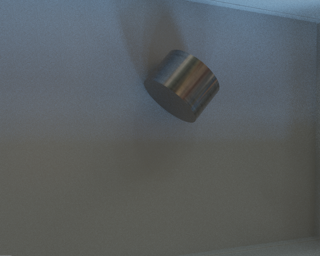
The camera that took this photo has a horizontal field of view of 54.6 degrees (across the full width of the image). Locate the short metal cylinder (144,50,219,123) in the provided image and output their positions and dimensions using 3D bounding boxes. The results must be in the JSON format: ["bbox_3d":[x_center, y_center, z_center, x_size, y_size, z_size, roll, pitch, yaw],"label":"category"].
[{"bbox_3d":[0.027,-0.051,0.391,0.080,0.080,0.050,42,77,-15],"label":"short metal cylinder"}]
